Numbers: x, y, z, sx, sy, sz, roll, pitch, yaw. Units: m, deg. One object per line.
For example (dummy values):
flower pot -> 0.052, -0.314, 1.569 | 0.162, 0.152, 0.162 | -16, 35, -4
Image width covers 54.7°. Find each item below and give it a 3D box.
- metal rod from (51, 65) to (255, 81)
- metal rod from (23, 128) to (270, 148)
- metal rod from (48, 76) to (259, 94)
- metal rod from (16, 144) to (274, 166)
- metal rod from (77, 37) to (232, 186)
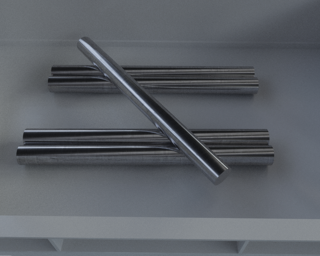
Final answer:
metal rod -> -0.010, -0.082, 0.472 | 0.302, 0.025, 0.025 | 1, 50, 0
metal rod -> -0.017, 0.013, 0.391 | 0.302, 0.025, 0.025 | 0, 50, 0
metal rod -> -0.010, -0.063, 0.456 | 0.302, 0.025, 0.025 | 1, 50, 0
metal rod -> -0.017, 0.033, 0.375 | 0.302, 0.025, 0.025 | 0, 50, 0
metal rod -> -0.025, -0.039, 0.404 | 0.025, 0.025, 0.300 | -31, 57, -23
